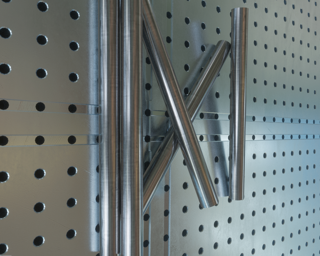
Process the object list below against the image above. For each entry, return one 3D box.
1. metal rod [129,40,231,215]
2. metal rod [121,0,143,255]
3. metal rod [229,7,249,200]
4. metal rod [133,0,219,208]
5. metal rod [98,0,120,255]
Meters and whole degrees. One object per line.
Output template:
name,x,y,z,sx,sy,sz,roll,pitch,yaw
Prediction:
metal rod,0.034,-0.010,0.435,0.025,0.025,0.300,44,63,-31
metal rod,-0.032,-0.005,0.356,0.025,0.025,0.298,1,88,-40
metal rod,0.124,-0.032,0.491,0.025,0.025,0.298,-9,102,-40
metal rod,0.017,-0.039,0.397,0.025,0.025,0.299,-24,98,-37
metal rod,-0.058,-0.003,0.359,0.025,0.025,0.298,-1,91,-40
